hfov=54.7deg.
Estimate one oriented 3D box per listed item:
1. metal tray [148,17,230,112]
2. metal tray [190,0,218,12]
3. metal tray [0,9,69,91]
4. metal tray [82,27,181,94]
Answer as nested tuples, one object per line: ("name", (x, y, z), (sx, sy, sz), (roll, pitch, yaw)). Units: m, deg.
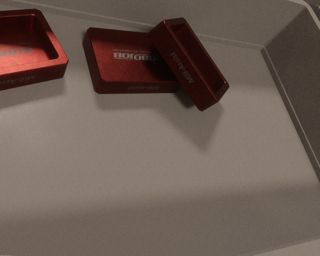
("metal tray", (0.046, -0.096, 0.451), (0.130, 0.030, 0.090), (55, 30, -5))
("metal tray", (0.091, -0.302, 0.640), (0.090, 0.030, 0.131), (40, 51, -1))
("metal tray", (-0.186, -0.090, 0.357), (0.131, 0.030, 0.090), (-21, 73, -36))
("metal tray", (-0.035, -0.095, 0.443), (0.131, 0.030, 0.090), (-5, 64, -31))
